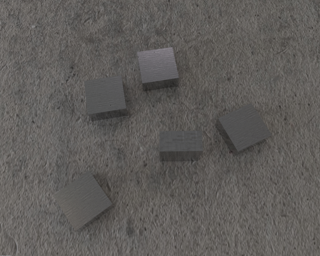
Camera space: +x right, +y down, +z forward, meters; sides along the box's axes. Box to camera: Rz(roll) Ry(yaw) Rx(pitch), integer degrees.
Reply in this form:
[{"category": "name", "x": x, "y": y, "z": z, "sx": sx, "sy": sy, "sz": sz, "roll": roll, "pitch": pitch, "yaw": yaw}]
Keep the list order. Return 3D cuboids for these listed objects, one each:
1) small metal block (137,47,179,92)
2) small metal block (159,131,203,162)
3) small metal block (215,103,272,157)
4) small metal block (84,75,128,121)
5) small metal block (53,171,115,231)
[{"category": "small metal block", "x": -0.003, "y": -0.083, "z": 0.438, "sx": 0.050, "sy": 0.025, "sz": 0.050, "roll": -9, "pitch": 70, "yaw": -4}, {"category": "small metal block", "x": 0.025, "y": 0.024, "z": 0.386, "sx": 0.050, "sy": 0.050, "sz": 0.025, "roll": -1, "pitch": 70, "yaw": 0}, {"category": "small metal block", "x": 0.109, "y": 0.002, "z": 0.408, "sx": 0.050, "sy": 0.025, "sz": 0.050, "roll": -25, "pitch": 72, "yaw": -9}, {"category": "small metal block", "x": -0.073, "y": -0.040, "z": 0.422, "sx": 0.050, "sy": 0.025, "sz": 0.050, "roll": -9, "pitch": 70, "yaw": -4}, {"category": "small metal block", "x": -0.091, "y": 0.088, "z": 0.375, "sx": 0.050, "sy": 0.025, "sz": 0.050, "roll": -35, "pitch": 74, "yaw": -12}]
